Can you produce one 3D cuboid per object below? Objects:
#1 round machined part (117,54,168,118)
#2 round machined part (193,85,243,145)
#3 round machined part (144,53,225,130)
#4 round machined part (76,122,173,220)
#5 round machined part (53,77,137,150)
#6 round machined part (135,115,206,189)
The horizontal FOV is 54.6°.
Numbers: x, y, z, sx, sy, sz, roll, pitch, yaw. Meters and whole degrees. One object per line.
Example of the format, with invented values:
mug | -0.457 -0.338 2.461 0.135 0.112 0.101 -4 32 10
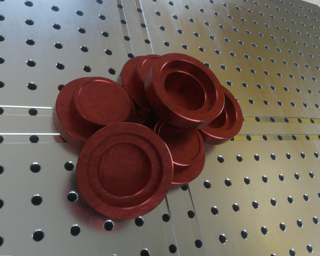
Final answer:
round machined part | -0.007 -0.063 0.432 0.099 0.042 0.098 13 56 -21
round machined part | 0.065 -0.019 0.443 0.099 0.042 0.098 13 56 -21
round machined part | 0.026 -0.040 0.380 0.099 0.042 0.098 13 56 -21
round machined part | -0.039 0.044 0.332 0.099 0.042 0.098 1 84 -14
round machined part | -0.073 -0.022 0.371 0.099 0.042 0.098 13 56 -21
round machined part | 0.016 0.023 0.390 0.099 0.042 0.098 13 56 -21
